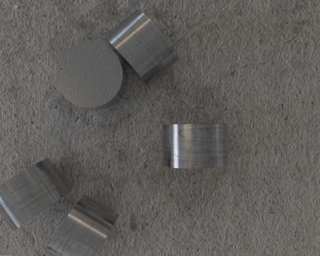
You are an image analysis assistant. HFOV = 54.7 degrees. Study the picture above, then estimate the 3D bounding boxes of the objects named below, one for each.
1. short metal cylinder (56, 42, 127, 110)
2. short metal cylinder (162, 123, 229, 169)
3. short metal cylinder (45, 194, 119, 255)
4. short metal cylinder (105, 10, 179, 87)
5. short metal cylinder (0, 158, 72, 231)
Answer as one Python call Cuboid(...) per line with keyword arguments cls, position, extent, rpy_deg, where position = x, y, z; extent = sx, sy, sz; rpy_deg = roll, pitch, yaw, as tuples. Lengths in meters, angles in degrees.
Cuboid(cls="short metal cylinder", position=(-0.085, -0.064, 0.397), extent=(0.081, 0.050, 0.080), rpy_deg=(0, 90, 0))
Cuboid(cls="short metal cylinder", position=(0.043, 0.020, 0.383), extent=(0.081, 0.080, 0.050), rpy_deg=(-1, 90, 0))
Cuboid(cls="short metal cylinder", position=(-0.094, 0.130, 0.382), extent=(0.050, 0.080, 0.080), rpy_deg=(32, 90, 0))
Cuboid(cls="short metal cylinder", position=(-0.022, -0.096, 0.382), extent=(0.050, 0.080, 0.080), rpy_deg=(-42, 90, 0))
Cuboid(cls="short metal cylinder", position=(-0.158, 0.081, 0.381), extent=(0.080, 0.080, 0.050), rpy_deg=(-34, 90, 0))
